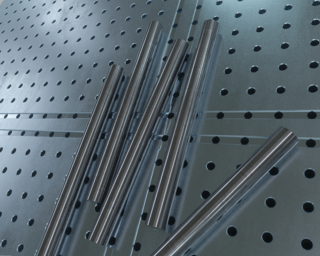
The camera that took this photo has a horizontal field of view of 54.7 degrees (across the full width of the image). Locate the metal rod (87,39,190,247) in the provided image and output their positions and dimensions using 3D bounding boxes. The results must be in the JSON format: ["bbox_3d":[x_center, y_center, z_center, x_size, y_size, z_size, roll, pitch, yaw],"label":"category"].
[{"bbox_3d":[-0.020,0.004,0.414,0.025,0.025,0.300,9,66,32],"label":"metal rod"}]

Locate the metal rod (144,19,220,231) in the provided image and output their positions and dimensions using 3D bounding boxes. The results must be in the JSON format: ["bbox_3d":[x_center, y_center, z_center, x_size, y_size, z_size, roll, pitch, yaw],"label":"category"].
[{"bbox_3d":[0.036,-0.021,0.401,0.025,0.025,0.300,3,63,29],"label":"metal rod"}]

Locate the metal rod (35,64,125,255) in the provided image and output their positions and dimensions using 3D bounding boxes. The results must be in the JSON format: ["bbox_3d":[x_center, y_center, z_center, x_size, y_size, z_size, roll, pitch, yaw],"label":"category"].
[{"bbox_3d":[-0.106,0.037,0.439,0.025,0.025,0.300,2,62,29],"label":"metal rod"}]

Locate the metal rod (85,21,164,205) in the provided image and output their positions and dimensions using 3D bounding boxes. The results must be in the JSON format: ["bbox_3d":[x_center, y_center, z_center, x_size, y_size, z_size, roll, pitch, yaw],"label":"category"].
[{"bbox_3d":[-0.044,-0.037,0.452,0.025,0.025,0.300,2,62,29],"label":"metal rod"}]

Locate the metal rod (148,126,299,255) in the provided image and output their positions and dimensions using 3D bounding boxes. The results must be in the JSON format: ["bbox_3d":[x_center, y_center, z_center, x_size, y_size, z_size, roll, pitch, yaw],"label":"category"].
[{"bbox_3d":[0.030,0.111,0.323,0.300,0.025,0.025,-44,51,-3],"label":"metal rod"}]
